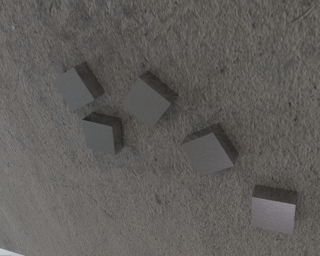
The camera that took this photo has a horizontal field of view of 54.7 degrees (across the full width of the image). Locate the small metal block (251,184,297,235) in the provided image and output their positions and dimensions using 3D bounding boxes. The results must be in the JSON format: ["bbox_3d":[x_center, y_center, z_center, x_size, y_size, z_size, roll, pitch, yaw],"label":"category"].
[{"bbox_3d":[0.145,0.103,0.394,0.050,0.025,0.050,6,121,25],"label":"small metal block"}]

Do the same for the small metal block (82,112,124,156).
[{"bbox_3d":[-0.083,0.008,0.456,0.050,0.025,0.050,12,124,21],"label":"small metal block"}]

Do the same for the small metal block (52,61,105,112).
[{"bbox_3d":[-0.114,-0.057,0.431,0.050,0.025,0.050,-21,108,35],"label":"small metal block"}]

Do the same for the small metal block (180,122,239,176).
[{"bbox_3d":[0.062,0.028,0.391,0.050,0.025,0.050,-25,105,37],"label":"small metal block"}]

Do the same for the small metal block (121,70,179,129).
[{"bbox_3d":[-0.013,-0.035,0.392,0.050,0.025,0.050,40,129,1],"label":"small metal block"}]
